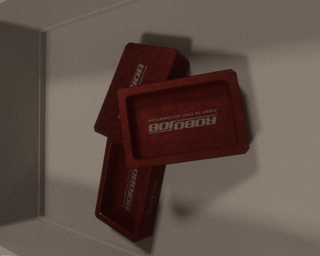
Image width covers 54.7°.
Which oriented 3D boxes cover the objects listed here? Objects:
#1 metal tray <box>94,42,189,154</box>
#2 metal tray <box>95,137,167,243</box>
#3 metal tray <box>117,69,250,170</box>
[{"bbox_3d":[-0.026,-0.042,0.403,0.090,0.030,0.129,20,88,38],"label":"metal tray"},{"bbox_3d":[-0.043,0.080,0.436,0.090,0.030,0.129,18,101,38],"label":"metal tray"},{"bbox_3d":[0.024,-0.008,0.341,0.131,0.030,0.089,-9,84,8],"label":"metal tray"}]
